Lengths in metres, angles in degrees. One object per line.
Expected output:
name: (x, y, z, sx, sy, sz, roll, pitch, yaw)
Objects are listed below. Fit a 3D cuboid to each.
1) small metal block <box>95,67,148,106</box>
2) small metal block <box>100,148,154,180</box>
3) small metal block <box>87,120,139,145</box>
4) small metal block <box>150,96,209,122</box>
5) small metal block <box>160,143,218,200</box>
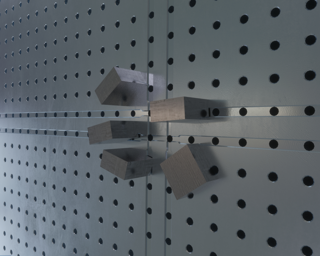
small metal block: (-0.055, -0.057, 0.440, 0.050, 0.050, 0.025, -43, 64, 31)
small metal block: (-0.046, 0.048, 0.432, 0.050, 0.050, 0.025, 20, 103, 38)
small metal block: (-0.068, 0.007, 0.451, 0.050, 0.050, 0.025, -15, 81, 39)
small metal block: (0.024, -0.021, 0.374, 0.050, 0.050, 0.025, -4, 87, 40)
small metal block: (0.034, 0.054, 0.382, 0.050, 0.025, 0.050, -40, 66, 33)
